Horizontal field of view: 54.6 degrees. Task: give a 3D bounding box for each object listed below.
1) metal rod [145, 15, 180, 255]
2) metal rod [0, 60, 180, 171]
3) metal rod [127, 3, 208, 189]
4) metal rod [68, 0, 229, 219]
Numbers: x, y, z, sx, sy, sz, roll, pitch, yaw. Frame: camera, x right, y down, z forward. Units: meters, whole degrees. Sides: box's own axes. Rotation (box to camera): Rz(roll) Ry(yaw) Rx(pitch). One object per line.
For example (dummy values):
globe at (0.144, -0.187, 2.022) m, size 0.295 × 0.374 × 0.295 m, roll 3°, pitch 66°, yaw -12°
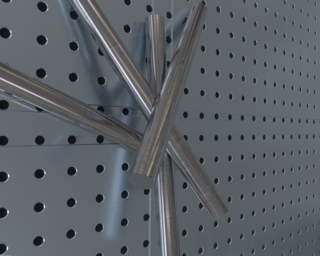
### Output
metal rod at (0.002, 0.006, 0.379) m, size 0.025 × 0.025 × 0.299 m, roll 4°, pitch 78°, yaw -40°
metal rod at (-0.068, -0.005, 0.351) m, size 0.301 × 0.025 × 0.025 m, roll 28°, pitch 72°, yaw -36°
metal rod at (0.021, -0.064, 0.362) m, size 0.025 × 0.025 × 0.300 m, roll 47°, pitch 43°, yaw -30°
metal rod at (-0.011, -0.025, 0.349) m, size 0.025 × 0.025 × 0.299 m, roll -37°, pitch 98°, yaw -34°
